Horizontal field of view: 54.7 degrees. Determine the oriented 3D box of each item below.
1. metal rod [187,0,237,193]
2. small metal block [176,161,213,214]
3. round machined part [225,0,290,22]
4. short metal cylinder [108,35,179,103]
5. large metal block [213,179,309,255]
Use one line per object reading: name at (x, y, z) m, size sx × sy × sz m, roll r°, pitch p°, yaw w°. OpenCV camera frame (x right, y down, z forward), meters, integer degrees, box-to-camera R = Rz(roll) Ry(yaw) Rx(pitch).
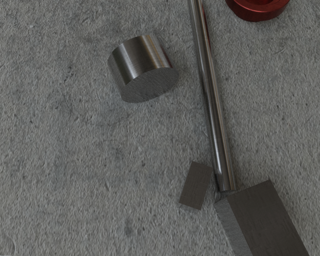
metal rod at (0.068, -0.062, 0.431) m, size 0.025 × 0.025 × 0.299 m, roll -5°, pitch 70°, yaw -2°
small metal block at (0.040, 0.072, 0.369) m, size 0.025 × 0.050 × 0.050 m, roll 18°, pitch 71°, yaw 6°
round machined part at (0.147, -0.203, 0.475) m, size 0.099 × 0.042 × 0.098 m, roll 0°, pitch 70°, yaw -1°
short metal cylinder at (-0.022, -0.075, 0.406) m, size 0.080 × 0.080 × 0.050 m, roll -21°, pitch 72°, yaw -8°
large metal block at (0.104, 0.109, 0.340) m, size 0.050 × 0.080 × 0.080 m, roll -20°, pitch 72°, yaw -7°
